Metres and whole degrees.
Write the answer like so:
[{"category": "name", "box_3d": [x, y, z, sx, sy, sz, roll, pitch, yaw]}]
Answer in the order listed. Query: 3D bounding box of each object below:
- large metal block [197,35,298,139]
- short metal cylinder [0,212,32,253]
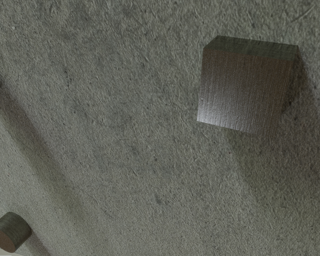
[{"category": "large metal block", "box_3d": [0.087, -0.044, 0.317, 0.080, 0.050, 0.079, 14, 124, 20]}, {"category": "short metal cylinder", "box_3d": [-0.352, 0.245, 0.728, 0.080, 0.050, 0.079, 13, 124, 21]}]
